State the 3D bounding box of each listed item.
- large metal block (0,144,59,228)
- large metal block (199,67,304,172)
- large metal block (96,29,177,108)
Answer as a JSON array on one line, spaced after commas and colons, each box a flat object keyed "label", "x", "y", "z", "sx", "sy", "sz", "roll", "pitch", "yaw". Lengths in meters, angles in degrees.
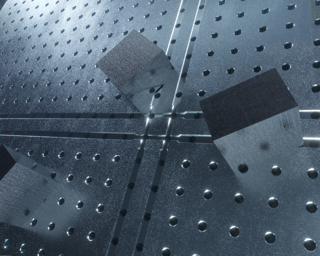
[{"label": "large metal block", "x": -0.206, "y": 0.082, "z": 0.432, "sx": 0.050, "sy": 0.080, "sz": 0.080, "roll": 33, "pitch": 80, "yaw": 38}, {"label": "large metal block", "x": 0.097, "y": -0.005, "z": 0.325, "sx": 0.080, "sy": 0.080, "sz": 0.050, "roll": -24, "pitch": 53, "yaw": 14}, {"label": "large metal block", "x": -0.037, "y": -0.091, "z": 0.468, "sx": 0.080, "sy": 0.050, "sz": 0.080, "roll": -43, "pitch": 51, "yaw": -1}]
